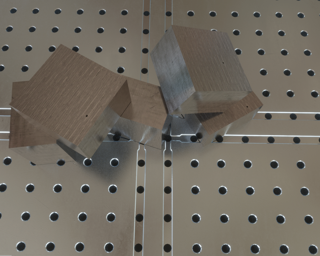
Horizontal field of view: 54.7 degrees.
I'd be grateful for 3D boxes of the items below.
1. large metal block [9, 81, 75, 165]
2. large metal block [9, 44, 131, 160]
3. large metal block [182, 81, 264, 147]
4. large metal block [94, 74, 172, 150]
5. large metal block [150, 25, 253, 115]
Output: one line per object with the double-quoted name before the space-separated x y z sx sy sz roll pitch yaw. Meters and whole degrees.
"large metal block" -0.141 -0.005 0.382 0.050 0.080 0.080 -6 70 -2
"large metal block" -0.088 -0.026 0.321 0.080 0.050 0.080 29 72 10
"large metal block" 0.073 -0.034 0.412 0.080 0.050 0.080 -29 73 -10
"large metal block" -0.028 -0.019 0.388 0.080 0.080 0.050 18 71 6
"large metal block" 0.045 -0.063 0.349 0.081 0.050 0.080 -4 67 -33
